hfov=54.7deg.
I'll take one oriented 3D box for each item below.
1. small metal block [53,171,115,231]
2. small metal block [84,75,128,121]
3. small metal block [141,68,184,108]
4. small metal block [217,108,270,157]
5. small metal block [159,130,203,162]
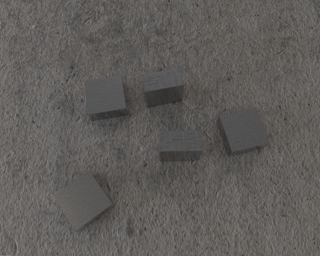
[{"bbox_3d":[-0.091,0.088,0.375,0.050,0.025,0.050,-35,74,-12],"label":"small metal block"},{"bbox_3d":[-0.073,-0.040,0.422,0.050,0.025,0.050,-9,70,-4],"label":"small metal block"},{"bbox_3d":[0.003,-0.053,0.414,0.050,0.050,0.025,-11,71,-4],"label":"small metal block"},{"bbox_3d":[0.108,0.006,0.407,0.050,0.025,0.050,-13,71,-5],"label":"small metal block"},{"bbox_3d":[0.024,0.023,0.386,0.050,0.050,0.025,-1,70,-1],"label":"small metal block"}]
